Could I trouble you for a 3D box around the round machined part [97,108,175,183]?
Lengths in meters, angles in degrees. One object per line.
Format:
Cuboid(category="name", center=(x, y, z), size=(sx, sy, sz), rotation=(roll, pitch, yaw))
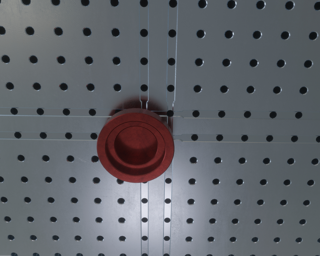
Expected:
Cuboid(category="round machined part", center=(-0.031, 0.020, 0.411), size=(0.099, 0.042, 0.097), rotation=(0, 110, 0))
